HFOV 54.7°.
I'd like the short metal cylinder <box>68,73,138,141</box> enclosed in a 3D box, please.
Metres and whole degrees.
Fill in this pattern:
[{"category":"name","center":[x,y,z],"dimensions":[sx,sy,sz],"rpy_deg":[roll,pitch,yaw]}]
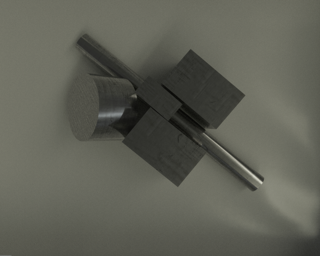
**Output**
[{"category":"short metal cylinder","center":[-0.071,-0.024,0.376],"dimensions":[0.050,0.080,0.079],"rpy_deg":[1,90,-40]}]

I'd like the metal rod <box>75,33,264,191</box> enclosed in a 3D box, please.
[{"category":"metal rod","center":[0.013,-0.020,0.411],"dimensions":[0.300,0.025,0.025],"rpy_deg":[39,90,-1]}]

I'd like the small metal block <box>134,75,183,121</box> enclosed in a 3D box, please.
[{"category":"small metal block","center":[-0.002,-0.034,0.374],"dimensions":[0.050,0.050,0.025],"rpy_deg":[41,90,-1]}]

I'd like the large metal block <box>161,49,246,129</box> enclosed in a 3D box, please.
[{"category":"large metal block","center":[0.048,-0.044,0.384],"dimensions":[0.080,0.080,0.050],"rpy_deg":[40,90,-1]}]

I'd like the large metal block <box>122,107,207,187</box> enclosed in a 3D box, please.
[{"category":"large metal block","center":[0.004,0.021,0.383],"dimensions":[0.080,0.080,0.050],"rpy_deg":[39,90,-1]}]
